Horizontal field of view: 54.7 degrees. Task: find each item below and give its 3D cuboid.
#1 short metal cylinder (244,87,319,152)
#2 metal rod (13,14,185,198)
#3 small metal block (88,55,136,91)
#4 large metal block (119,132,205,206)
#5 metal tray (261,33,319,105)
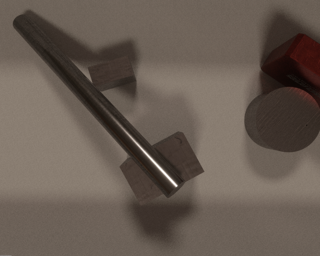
[{"bbox_3d":[0.156,-0.010,0.401,0.081,0.050,0.079,0,90,-1],"label":"short metal cylinder"},{"bbox_3d":[-0.083,-0.039,0.362,0.025,0.025,0.300,-45,71,0],"label":"metal rod"},{"bbox_3d":[-0.060,-0.069,0.398,0.050,0.050,0.025,-17,90,0],"label":"small metal block"},{"bbox_3d":[0.002,0.046,0.384,0.080,0.080,0.050,-28,90,0],"label":"large metal block"},{"bbox_3d":[0.199,-0.057,0.381,0.130,0.090,0.030,33,90,-1],"label":"metal tray"}]
